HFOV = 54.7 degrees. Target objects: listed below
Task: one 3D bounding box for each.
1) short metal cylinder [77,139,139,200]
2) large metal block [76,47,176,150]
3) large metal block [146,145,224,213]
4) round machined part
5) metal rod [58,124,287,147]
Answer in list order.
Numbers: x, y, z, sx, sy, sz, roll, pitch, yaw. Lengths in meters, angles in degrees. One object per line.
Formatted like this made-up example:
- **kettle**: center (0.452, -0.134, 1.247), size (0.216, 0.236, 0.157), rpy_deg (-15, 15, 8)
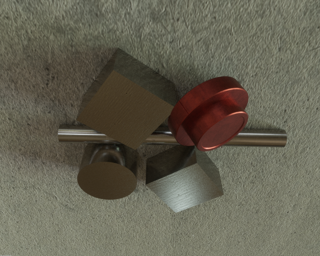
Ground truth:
- **short metal cylinder**: center (-0.072, 0.057, 0.440), size (0.081, 0.050, 0.079), rpy_deg (0, 130, 0)
- **large metal block**: center (-0.038, -0.031, 0.362), size (0.080, 0.050, 0.080), rpy_deg (30, 124, -23)
- **large metal block**: center (0.036, 0.071, 0.453), size (0.080, 0.050, 0.080), rpy_deg (-26, 126, 20)
- **round machined part**: center (0.062, -0.009, 0.360), size (0.099, 0.042, 0.098), rpy_deg (-23, 150, -14)
- **metal rod**: center (0.018, 0.011, 0.420), size (0.302, 0.025, 0.025), rpy_deg (1, 130, -2)
